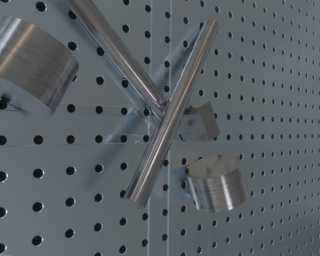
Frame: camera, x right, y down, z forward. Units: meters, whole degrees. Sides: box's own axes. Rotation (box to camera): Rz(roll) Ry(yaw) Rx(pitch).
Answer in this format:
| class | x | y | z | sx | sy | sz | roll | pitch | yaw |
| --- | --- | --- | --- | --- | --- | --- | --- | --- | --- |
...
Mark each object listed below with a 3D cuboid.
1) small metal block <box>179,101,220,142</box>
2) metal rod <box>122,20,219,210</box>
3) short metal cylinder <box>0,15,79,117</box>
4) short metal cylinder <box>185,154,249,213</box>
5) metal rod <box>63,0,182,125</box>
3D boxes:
| class | x | y | z | sx | sy | sz | roll | pitch | yaw |
| --- | --- | --- | --- | --- | --- | --- | --- | --- | --- |
| small metal block | 0.051 | -0.009 | 0.436 | 0.025 | 0.050 | 0.050 | -31 | 110 | -36 |
| metal rod | 0.026 | -0.038 | 0.400 | 0.025 | 0.025 | 0.300 | 45 | 54 | -31 |
| short metal cylinder | -0.120 | -0.051 | 0.273 | 0.080 | 0.080 | 0.050 | 35 | 68 | -35 |
| short metal cylinder | 0.080 | 0.077 | 0.442 | 0.081 | 0.080 | 0.050 | -25 | 106 | -37 |
| metal rod | -0.064 | -0.107 | 0.355 | 0.300 | 0.025 | 0.025 | 51 | 60 | -28 |
